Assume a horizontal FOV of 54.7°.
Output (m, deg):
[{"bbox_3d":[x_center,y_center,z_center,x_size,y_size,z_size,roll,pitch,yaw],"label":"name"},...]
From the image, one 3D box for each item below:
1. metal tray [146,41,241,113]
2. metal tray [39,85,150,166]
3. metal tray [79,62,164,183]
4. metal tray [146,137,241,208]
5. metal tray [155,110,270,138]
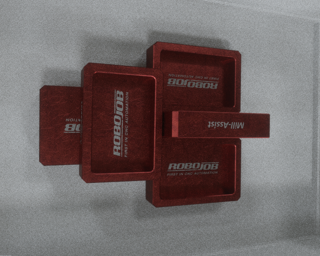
[{"bbox_3d":[0.048,-0.064,0.425,0.131,0.030,0.089,1,90,-21],"label":"metal tray"},{"bbox_3d":[-0.076,-0.003,0.377,0.131,0.030,0.089,0,90,-21],"label":"metal tray"},{"bbox_3d":[-0.044,-0.005,0.358,0.091,0.030,0.129,1,90,-21],"label":"metal tray"},{"bbox_3d":[0.048,0.056,0.425,0.131,0.030,0.089,1,90,-21],"label":"metal tray"},{"bbox_3d":[0.061,-0.004,0.397,0.131,0.090,0.030,1,90,-20],"label":"metal tray"}]
